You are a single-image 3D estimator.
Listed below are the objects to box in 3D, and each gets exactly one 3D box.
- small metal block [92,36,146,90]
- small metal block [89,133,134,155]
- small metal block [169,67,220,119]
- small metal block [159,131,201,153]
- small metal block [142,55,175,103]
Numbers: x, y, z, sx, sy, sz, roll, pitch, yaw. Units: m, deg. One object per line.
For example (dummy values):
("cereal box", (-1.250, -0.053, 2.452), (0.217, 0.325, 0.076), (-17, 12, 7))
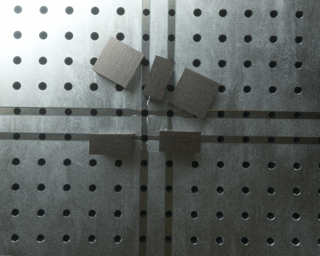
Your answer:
("small metal block", (-0.054, -0.086, 0.413), (0.050, 0.025, 0.050), (29, 90, 0))
("small metal block", (-0.061, 0.020, 0.401), (0.050, 0.050, 0.025), (0, 90, 0))
("small metal block", (0.045, -0.045, 0.414), (0.050, 0.025, 0.050), (26, 90, 0))
("small metal block", (0.024, 0.017, 0.401), (0.050, 0.050, 0.025), (1, 90, 0))
("small metal block", (-0.001, -0.061, 0.401), (0.025, 0.050, 0.050), (19, 90, 0))
